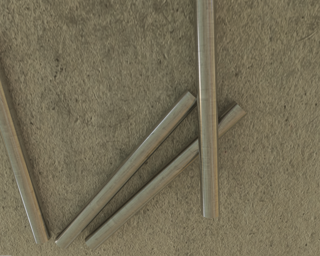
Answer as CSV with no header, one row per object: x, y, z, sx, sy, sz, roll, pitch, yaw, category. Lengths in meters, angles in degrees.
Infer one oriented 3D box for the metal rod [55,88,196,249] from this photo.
-0.053,0.065,0.433,0.025,0.025,0.299,38,106,-13,metal rod

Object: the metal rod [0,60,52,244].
-0.195,0.028,0.418,0.025,0.025,0.298,-7,110,2,metal rod

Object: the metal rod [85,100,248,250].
0.000,0.074,0.436,0.025,0.025,0.299,42,104,-14,metal rod

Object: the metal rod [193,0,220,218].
0.058,-0.032,0.378,0.025,0.025,0.298,-3,103,1,metal rod
